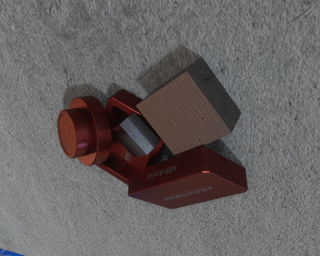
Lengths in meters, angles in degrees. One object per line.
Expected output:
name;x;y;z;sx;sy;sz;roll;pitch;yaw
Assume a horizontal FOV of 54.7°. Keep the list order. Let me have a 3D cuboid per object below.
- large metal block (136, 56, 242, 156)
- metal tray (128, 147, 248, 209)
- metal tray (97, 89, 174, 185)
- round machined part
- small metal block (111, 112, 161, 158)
large metal block;0.034;-0.022;0.361;0.080;0.050;0.080;-30;102;38
metal tray;0.033;0.070;0.401;0.130;0.030;0.090;-25;141;37
metal tray;-0.041;0.021;0.439;0.090;0.030;0.129;30;128;8
round machined part;-0.111;0.006;0.432;0.098;0.042;0.097;17;112;49
small metal block;-0.034;0.010;0.403;0.050;0.025;0.050;48;157;-9
